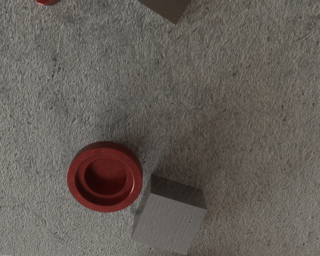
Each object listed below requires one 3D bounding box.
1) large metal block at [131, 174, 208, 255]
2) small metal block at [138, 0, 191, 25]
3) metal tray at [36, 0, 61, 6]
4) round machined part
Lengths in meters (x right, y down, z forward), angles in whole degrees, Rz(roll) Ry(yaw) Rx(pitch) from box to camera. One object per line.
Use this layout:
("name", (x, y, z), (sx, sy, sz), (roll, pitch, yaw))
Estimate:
("large metal block", (0.012, 0.123, 0.442), (0.080, 0.050, 0.079), (19, 109, -7))
("small metal block", (0.010, -0.154, 0.353), (0.050, 0.025, 0.050), (29, 107, -11))
("metal tray", (-0.123, -0.211, 0.327), (0.090, 0.030, 0.130), (-27, 108, 9))
("round machined part", (-0.072, 0.062, 0.423), (0.099, 0.042, 0.097), (0, 110, -1))
